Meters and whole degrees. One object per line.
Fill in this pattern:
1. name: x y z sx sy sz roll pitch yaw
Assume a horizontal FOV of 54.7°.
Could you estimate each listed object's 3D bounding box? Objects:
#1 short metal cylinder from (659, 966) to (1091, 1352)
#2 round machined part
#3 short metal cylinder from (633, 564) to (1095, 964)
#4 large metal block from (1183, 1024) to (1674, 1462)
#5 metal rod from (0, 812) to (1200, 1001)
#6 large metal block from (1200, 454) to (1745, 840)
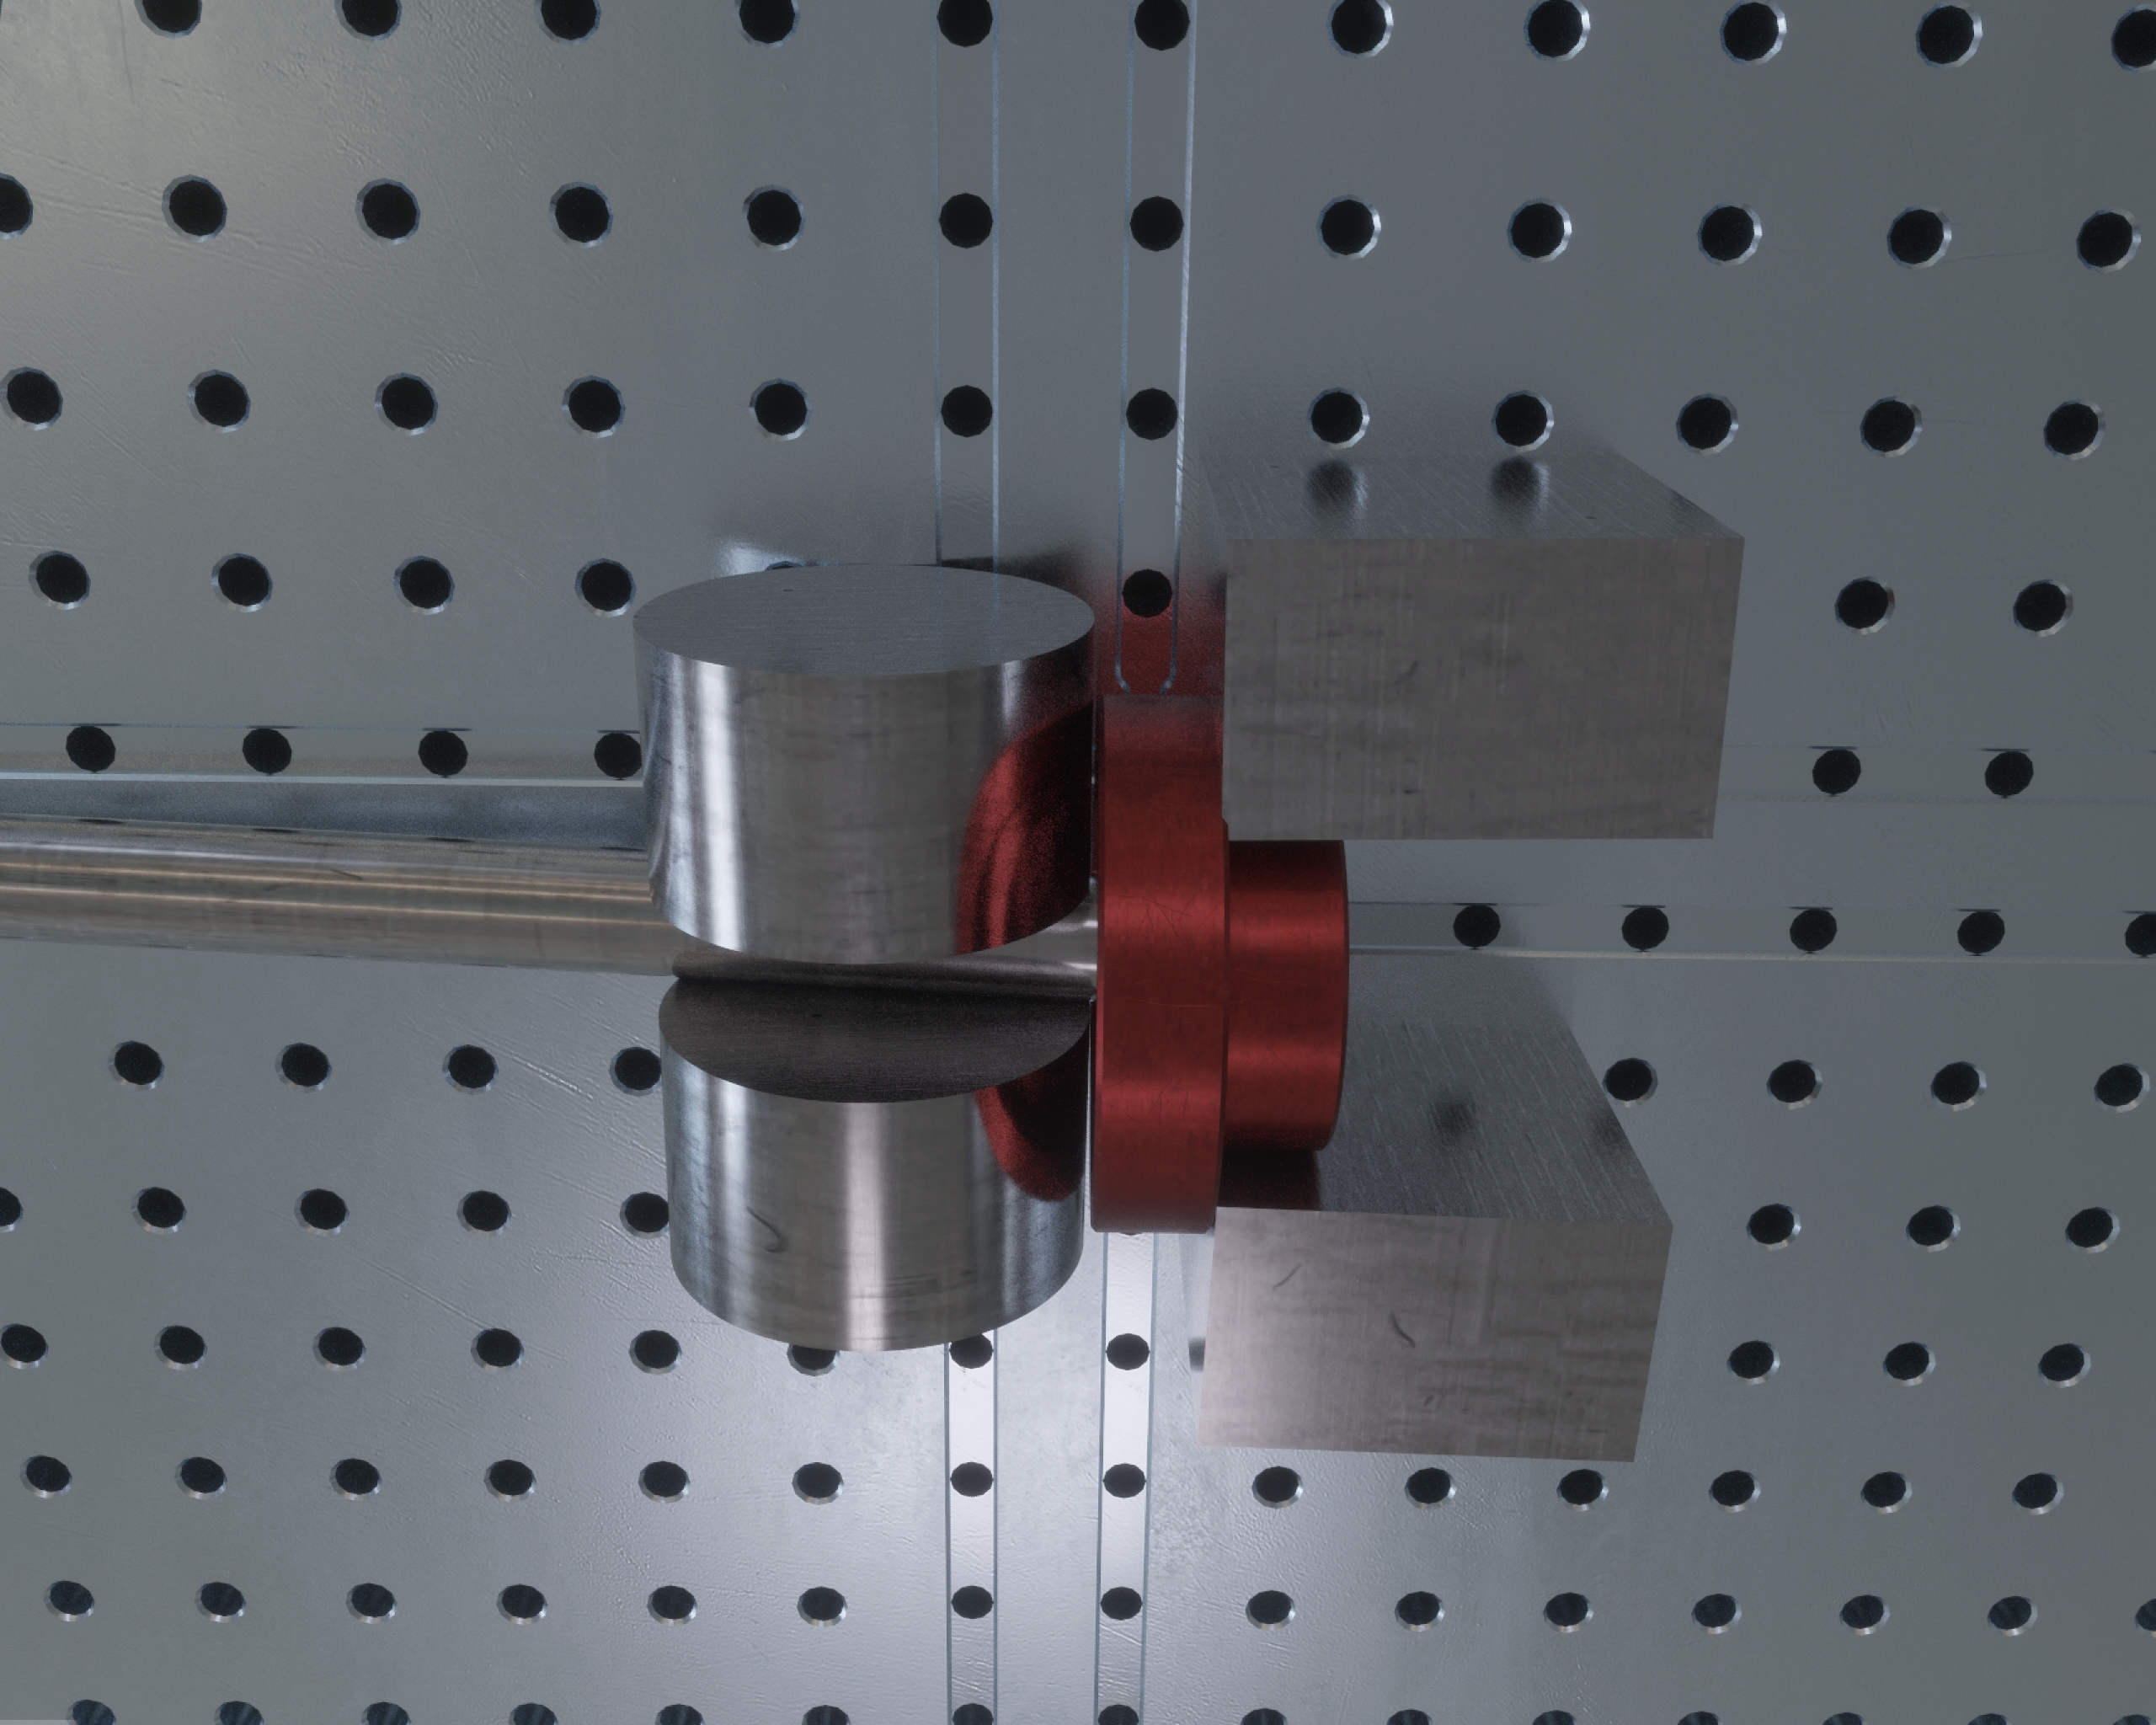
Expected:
1. short metal cylinder: -0.038 0.050 0.401 0.081 0.080 0.050 1 111 -1
2. round machined part: 0.024 0.018 0.381 0.042 0.098 0.097 1 110 0
3. short metal cylinder: -0.038 -0.020 0.376 0.081 0.080 0.050 1 111 -1
4. large metal block: 0.063 0.071 0.412 0.081 0.080 0.050 3 110 -1
5. metal rod: -0.121 0.007 0.402 0.302 0.025 0.025 3 110 3
6. large metal block: 0.064 -0.041 0.370 0.081 0.080 0.050 0 110 0
